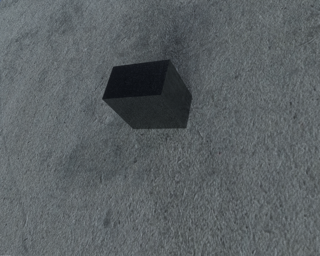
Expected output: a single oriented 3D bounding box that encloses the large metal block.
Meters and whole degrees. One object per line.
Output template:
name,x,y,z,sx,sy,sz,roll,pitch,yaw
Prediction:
large metal block,-0.013,-0.039,0.400,0.080,0.080,0.050,-1,61,27
